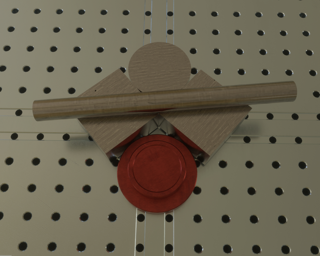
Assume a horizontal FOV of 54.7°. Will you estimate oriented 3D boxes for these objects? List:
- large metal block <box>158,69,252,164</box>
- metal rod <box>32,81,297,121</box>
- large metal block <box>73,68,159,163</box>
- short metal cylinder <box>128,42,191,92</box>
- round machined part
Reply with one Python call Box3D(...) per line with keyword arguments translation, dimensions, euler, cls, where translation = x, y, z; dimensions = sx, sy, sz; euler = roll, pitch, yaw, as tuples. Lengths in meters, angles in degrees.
Box3D(translation=(0.055, -0.013, 0.397), dimensions=(0.080, 0.050, 0.080), euler=(40, 76, 13), cls="large metal block")
Box3D(translation=(0.007, -0.032, 0.364), dimensions=(0.302, 0.025, 0.025), euler=(-5, 70, -1), cls="metal rod")
Box3D(translation=(-0.058, -0.015, 0.399), dimensions=(0.080, 0.050, 0.080), euler=(-38, 76, -13), cls="large metal block")
Box3D(translation=(0.000, -0.068, 0.419), dimensions=(0.081, 0.050, 0.080), euler=(0, 70, 0), cls="short metal cylinder")
Box3D(translation=(-0.003, 0.053, 0.379), dimensions=(0.099, 0.042, 0.098), euler=(0, 70, 0), cls="round machined part")
